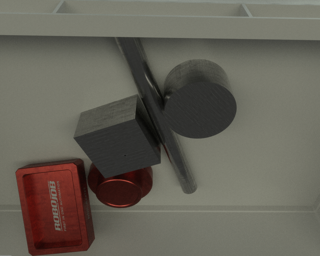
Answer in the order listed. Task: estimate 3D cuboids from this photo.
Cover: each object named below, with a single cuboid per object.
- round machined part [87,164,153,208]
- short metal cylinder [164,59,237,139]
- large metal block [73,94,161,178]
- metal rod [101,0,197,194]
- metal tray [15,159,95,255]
[{"bbox_3d":[-0.060,0.085,0.469,0.099,0.042,0.097,-1,130,0],"label":"round machined part"},{"bbox_3d":[0.045,-0.034,0.365,0.081,0.050,0.079,0,130,0],"label":"short metal cylinder"},{"bbox_3d":[-0.051,0.013,0.403,0.080,0.050,0.080,-17,128,13],"label":"large metal block"},{"bbox_3d":[0.000,-0.013,0.397,0.025,0.025,0.299,-14,129,11],"label":"metal rod"},{"bbox_3d":[-0.152,0.115,0.454,0.091,0.030,0.129,-7,94,4],"label":"metal tray"}]
